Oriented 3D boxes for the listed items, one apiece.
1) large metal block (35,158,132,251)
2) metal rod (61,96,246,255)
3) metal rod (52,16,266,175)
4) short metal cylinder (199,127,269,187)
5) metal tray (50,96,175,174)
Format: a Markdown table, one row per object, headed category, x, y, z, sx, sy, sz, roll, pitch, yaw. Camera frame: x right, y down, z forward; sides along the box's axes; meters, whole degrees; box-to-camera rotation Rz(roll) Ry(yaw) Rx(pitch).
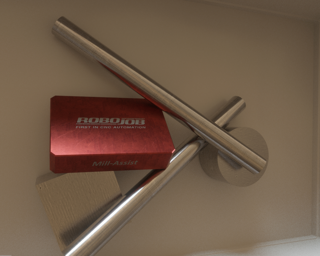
| category | x | y | z | sx | sy | sz | roll | pitch | yaw |
| --- | --- | --- | --- | --- | --- | --- | --- | --- | --- |
| large metal block | -0.089 | 0.083 | 0.360 | 0.081 | 0.050 | 0.080 | -20 | 97 | -19 |
| metal rod | 0.013 | 0.047 | 0.376 | 0.302 | 0.025 | 0.025 | -39 | 103 | -30 |
| metal rod | 0.003 | -0.037 | 0.380 | 0.301 | 0.025 | 0.025 | 35 | 78 | -5 |
| short metal cylinder | 0.103 | 0.038 | 0.434 | 0.081 | 0.050 | 0.079 | 0 | 90 | -21 |
| metal tray | -0.057 | 0.005 | 0.356 | 0.131 | 0.030 | 0.090 | 0 | 46 | -19 |
